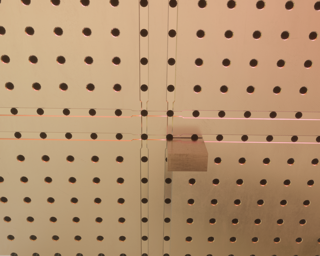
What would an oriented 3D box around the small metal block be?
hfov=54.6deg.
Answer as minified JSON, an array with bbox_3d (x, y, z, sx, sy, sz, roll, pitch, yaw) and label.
[{"bbox_3d":[0.035,0.035,0.413,0.050,0.050,0.025,0,110,0],"label":"small metal block"}]
